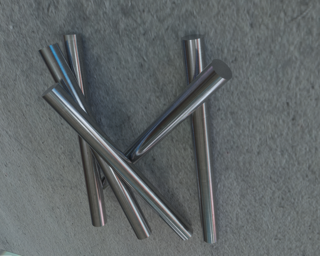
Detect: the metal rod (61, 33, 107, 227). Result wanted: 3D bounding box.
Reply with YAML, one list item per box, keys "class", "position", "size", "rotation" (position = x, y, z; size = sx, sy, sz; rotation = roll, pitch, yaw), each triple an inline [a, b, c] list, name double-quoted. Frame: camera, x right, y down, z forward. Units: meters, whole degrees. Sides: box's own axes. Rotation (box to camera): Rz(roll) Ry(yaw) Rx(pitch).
- class: "metal rod"
  position: [-0.106, 0.018, 0.450]
  size: [0.025, 0.025, 0.298]
  rotation: [8, 116, 23]

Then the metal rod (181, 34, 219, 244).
- class: "metal rod"
  position: [0.055, 0.034, 0.397]
  size: [0.025, 0.025, 0.298]
  rotation: [5, 121, 25]

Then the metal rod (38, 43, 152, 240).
- class: "metal rod"
  position: [-0.080, 0.031, 0.423]
  size: [0.025, 0.025, 0.299]
  rotation: [-11, 113, 32]

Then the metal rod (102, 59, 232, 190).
- class: "metal rod"
  position: [-0.016, 0.016, 0.403]
  size: [0.025, 0.025, 0.298]
  rotation: [44, 135, -2]

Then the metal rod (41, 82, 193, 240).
- class: "metal rod"
  position: [-0.042, 0.061, 0.420]
  size: [0.025, 0.025, 0.300]
  rotation: [-18, 123, 35]
